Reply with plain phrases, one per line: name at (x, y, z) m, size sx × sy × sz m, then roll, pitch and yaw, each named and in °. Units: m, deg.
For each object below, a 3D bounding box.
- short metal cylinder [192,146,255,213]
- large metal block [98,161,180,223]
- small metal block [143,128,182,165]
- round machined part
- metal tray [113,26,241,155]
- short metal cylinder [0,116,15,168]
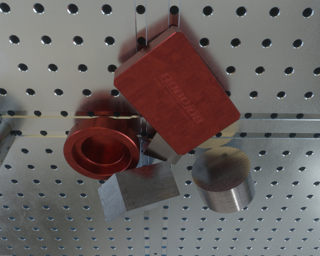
short metal cylinder at (0.090, 0.072, 0.438) m, size 0.080 × 0.080 × 0.050 m, roll -15°, pitch 129°, yaw 12°
large metal block at (-0.032, 0.090, 0.435) m, size 0.081 × 0.050 × 0.080 m, roll -9°, pitch 160°, yaw -32°
small metal block at (0.010, 0.019, 0.428) m, size 0.050 × 0.025 × 0.050 m, roll 20°, pitch 127°, yaw -17°
round machined part at (-0.076, 0.023, 0.419) m, size 0.099 × 0.042 × 0.097 m, roll 0°, pitch 130°, yaw 0°
metal tray at (0.021, -0.038, 0.359) m, size 0.090 × 0.030 × 0.130 m, roll -35°, pitch 118°, yaw 14°
short metal cylinder at (-0.243, 0.020, 0.410) m, size 0.081 × 0.050 × 0.079 m, roll 0°, pitch 130°, yaw 0°
